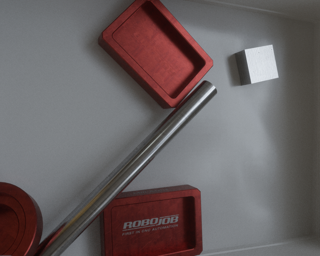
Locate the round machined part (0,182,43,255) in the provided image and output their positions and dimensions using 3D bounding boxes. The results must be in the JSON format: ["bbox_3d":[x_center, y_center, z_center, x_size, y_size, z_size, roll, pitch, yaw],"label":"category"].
[{"bbox_3d":[-0.172,0.109,0.323,0.099,0.042,0.098,1,63,-2],"label":"round machined part"}]

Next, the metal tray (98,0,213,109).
[{"bbox_3d":[-0.003,-0.099,0.407,0.130,0.030,0.090,44,76,-15],"label":"metal tray"}]

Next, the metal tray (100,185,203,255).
[{"bbox_3d":[-0.010,0.127,0.405,0.131,0.030,0.089,-3,91,-21],"label":"metal tray"}]

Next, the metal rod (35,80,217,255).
[{"bbox_3d":[-0.037,0.049,0.368,0.301,0.025,0.025,-45,105,-16],"label":"metal rod"}]

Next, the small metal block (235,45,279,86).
[{"bbox_3d":[0.145,-0.094,0.466,0.050,0.025,0.050,-14,95,-20],"label":"small metal block"}]
